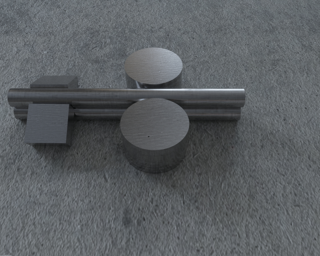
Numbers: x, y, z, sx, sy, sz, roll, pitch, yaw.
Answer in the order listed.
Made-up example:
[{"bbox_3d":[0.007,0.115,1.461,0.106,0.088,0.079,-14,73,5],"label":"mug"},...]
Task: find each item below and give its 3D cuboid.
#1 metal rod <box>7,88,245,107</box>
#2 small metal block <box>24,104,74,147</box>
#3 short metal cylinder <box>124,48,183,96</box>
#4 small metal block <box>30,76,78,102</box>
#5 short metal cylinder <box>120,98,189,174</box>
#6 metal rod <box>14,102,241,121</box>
[{"bbox_3d":[-0.042,-0.040,0.405,0.302,0.025,0.025,0,50,0],"label":"metal rod"},{"bbox_3d":[-0.139,-0.003,0.393,0.050,0.025,0.050,1,77,0],"label":"small metal block"},{"bbox_3d":[-0.009,-0.072,0.448,0.081,0.050,0.080,0,50,0],"label":"short metal cylinder"},{"bbox_3d":[-0.147,-0.056,0.438,0.050,0.025,0.050,0,23,0],"label":"small metal block"},{"bbox_3d":[-0.006,0.009,0.380,0.081,0.050,0.080,0,50,0],"label":"short metal cylinder"},{"bbox_3d":[-0.043,-0.023,0.424,0.302,0.025,0.025,0,50,0],"label":"metal rod"}]
